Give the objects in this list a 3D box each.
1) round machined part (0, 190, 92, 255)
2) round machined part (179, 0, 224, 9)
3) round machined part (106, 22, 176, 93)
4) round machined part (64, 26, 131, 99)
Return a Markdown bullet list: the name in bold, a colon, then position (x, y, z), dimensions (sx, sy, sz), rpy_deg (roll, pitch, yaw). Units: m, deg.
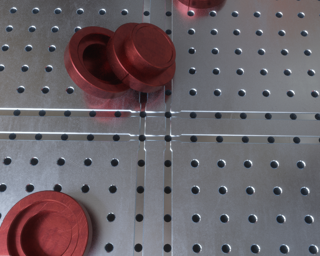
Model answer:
- **round machined part**: position (-0.127, 0.124, 0.356), dimensions (0.099, 0.042, 0.098), rpy_deg (0, 70, -1)
- **round machined part**: position (0.067, -0.243, 0.492), dimensions (0.099, 0.042, 0.098), rpy_deg (0, 70, -1)
- **round machined part**: position (-0.018, -0.100, 0.415), dimensions (0.099, 0.042, 0.098), rpy_deg (16, 61, -30)
- **round machined part**: position (-0.081, -0.083, 0.417), dimensions (0.099, 0.042, 0.098), rpy_deg (16, 61, -30)
